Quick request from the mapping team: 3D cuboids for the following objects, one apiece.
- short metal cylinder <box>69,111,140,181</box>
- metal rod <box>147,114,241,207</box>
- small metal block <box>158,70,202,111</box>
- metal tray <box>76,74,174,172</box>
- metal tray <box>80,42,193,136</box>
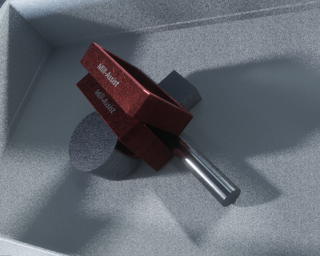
[{"bbox_3d":[-0.070,0.023,0.401,0.080,0.050,0.080,-14,61,28],"label":"short metal cylinder"},{"bbox_3d":[-0.008,-0.011,0.415,0.025,0.025,0.300,-43,51,-2],"label":"metal rod"},{"bbox_3d":[0.019,-0.043,0.419,0.050,0.025,0.050,-42,51,-1],"label":"small metal block"},{"bbox_3d":[-0.045,-0.011,0.391,0.030,0.090,0.130,-43,51,-1],"label":"metal tray"},{"bbox_3d":[-0.030,-0.048,0.373,0.030,0.090,0.130,-54,50,12],"label":"metal tray"}]
